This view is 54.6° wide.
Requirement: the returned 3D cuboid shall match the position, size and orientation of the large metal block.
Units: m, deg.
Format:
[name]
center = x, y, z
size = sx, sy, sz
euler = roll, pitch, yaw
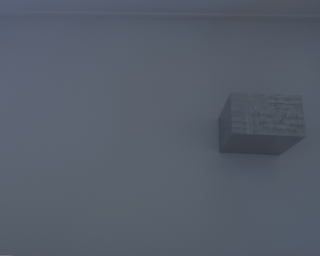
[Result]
[large metal block]
center = 0.120, -0.002, 0.382
size = 0.080, 0.080, 0.050
euler = 3, 70, 1
